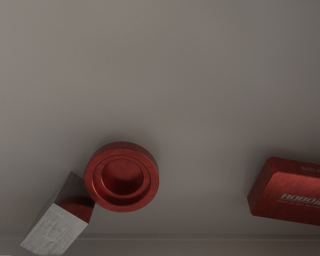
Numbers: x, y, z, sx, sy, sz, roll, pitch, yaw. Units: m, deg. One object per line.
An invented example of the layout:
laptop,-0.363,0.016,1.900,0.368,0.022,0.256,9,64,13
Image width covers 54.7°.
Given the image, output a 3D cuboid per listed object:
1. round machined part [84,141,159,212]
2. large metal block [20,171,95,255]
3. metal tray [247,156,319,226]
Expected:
round machined part,-0.050,0.063,0.425,0.099,0.042,0.097,0,110,-1
large metal block,-0.133,0.119,0.424,0.050,0.080,0.080,37,106,-13
metal tray,0.201,0.092,0.433,0.131,0.030,0.089,10,125,-4
